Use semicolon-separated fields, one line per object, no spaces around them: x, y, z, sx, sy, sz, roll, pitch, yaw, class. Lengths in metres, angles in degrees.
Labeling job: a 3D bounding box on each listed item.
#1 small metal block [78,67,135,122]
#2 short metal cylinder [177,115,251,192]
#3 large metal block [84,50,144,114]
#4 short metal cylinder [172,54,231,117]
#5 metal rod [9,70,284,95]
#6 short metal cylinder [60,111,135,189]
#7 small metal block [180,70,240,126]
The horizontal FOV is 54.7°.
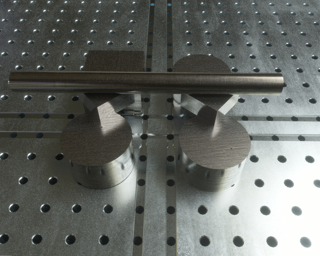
-0.067;-0.042;0.378;0.050;0.025;0.050;-33;57;-25;small metal block
0.062;0.028;0.368;0.080;0.050;0.080;0;50;0;short metal cylinder
-0.065;-0.067;0.446;0.080;0.050;0.080;1;50;1;large metal block
0.057;-0.061;0.443;0.080;0.050;0.080;0;50;0;short metal cylinder
-0.015;-0.051;0.353;0.302;0.025;0.025;1;50;0;metal rod
-0.072;0.025;0.369;0.080;0.050;0.080;0;50;0;short metal cylinder
0.061;-0.038;0.375;0.050;0.025;0.050;33;57;24;small metal block
